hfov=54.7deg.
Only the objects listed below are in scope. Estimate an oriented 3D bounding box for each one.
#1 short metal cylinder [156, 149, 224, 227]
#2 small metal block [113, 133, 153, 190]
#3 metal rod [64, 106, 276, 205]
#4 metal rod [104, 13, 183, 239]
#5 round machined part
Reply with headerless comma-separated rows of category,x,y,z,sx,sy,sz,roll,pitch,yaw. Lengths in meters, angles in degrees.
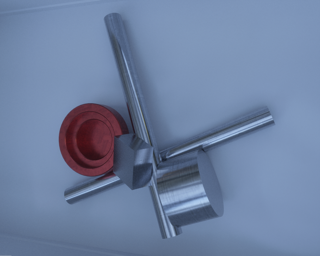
short metal cylinder,0.037,0.071,0.366,0.050,0.080,0.080,-21,83,18
small metal block,-0.034,0.039,0.376,0.050,0.025,0.050,29,120,50
metal rod,-0.001,0.043,0.408,0.300,0.025,0.025,-24,82,18
metal rod,-0.026,-0.013,0.398,0.025,0.025,0.299,-20,76,18
round machined part,-0.086,0.016,0.430,0.098,0.042,0.097,0,90,19
